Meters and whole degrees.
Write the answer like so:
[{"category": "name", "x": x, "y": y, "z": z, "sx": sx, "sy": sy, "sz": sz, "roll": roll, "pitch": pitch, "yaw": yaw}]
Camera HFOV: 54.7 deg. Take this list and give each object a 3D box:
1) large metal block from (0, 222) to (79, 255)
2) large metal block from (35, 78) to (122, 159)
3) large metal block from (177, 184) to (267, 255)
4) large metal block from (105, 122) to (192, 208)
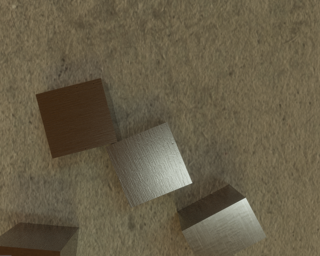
[{"category": "large metal block", "x": -0.152, "y": 0.157, "z": 0.381, "sx": 0.081, "sy": 0.080, "sz": 0.050, "roll": 5, "pitch": 90, "yaw": -1}, {"category": "large metal block", "x": -0.100, "y": -0.012, "z": 0.396, "sx": 0.080, "sy": 0.050, "sz": 0.080, "roll": -15, "pitch": 90, "yaw": -1}, {"category": "large metal block", "x": 0.071, "y": 0.118, "z": 0.384, "sx": 0.080, "sy": 0.080, "sz": 0.050, "roll": -28, "pitch": 90, "yaw": 0}, {"category": "large metal block", "x": -0.013, "y": 0.044, "z": 0.397, "sx": 0.080, "sy": 0.050, "sz": 0.080, "roll": -22, "pitch": 90, "yaw": -1}]
